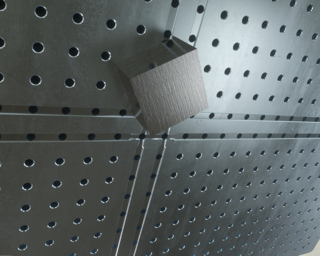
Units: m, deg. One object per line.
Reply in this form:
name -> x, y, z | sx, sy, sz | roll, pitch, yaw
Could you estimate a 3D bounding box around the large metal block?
large metal block -> 0.004, -0.049, 0.366 | 0.080, 0.050, 0.080 | -27, 128, -12
